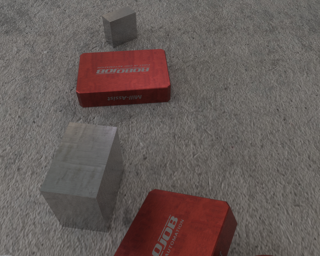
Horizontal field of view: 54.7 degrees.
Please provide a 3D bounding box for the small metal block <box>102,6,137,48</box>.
[{"bbox_3d":[-0.068,-0.173,0.532,0.050,0.050,0.025,-30,57,-23],"label":"small metal block"}]

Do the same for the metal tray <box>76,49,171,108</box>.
[{"bbox_3d":[-0.054,-0.077,0.464,0.131,0.030,0.090,-4,50,-4],"label":"metal tray"}]

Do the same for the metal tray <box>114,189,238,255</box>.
[{"bbox_3d":[0.005,0.121,0.276,0.090,0.030,0.130,2,45,34],"label":"metal tray"}]

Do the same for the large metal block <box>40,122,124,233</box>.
[{"bbox_3d":[-0.074,0.052,0.323,0.050,0.080,0.080,6,50,5],"label":"large metal block"}]
